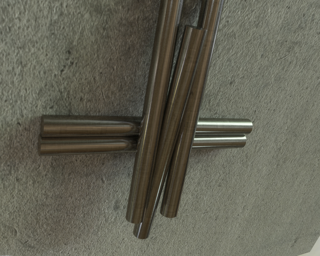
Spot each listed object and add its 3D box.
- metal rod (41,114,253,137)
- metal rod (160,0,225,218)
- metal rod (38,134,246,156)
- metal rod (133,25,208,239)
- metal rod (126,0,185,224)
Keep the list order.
[{"bbox_3d":[0.004,-0.002,0.411,0.303,0.025,0.025,0,119,-29],"label":"metal rod"},{"bbox_3d":[0.038,-0.020,0.390,0.025,0.025,0.298,0,110,-29],"label":"metal rod"},{"bbox_3d":[-0.003,0.019,0.421,0.303,0.025,0.025,0,119,-29],"label":"metal rod"},{"bbox_3d":[0.006,0.023,0.394,0.025,0.025,0.298,0,118,-29],"label":"metal rod"},{"bbox_3d":[-0.008,-0.020,0.366,0.025,0.025,0.298,0,110,-29],"label":"metal rod"}]
